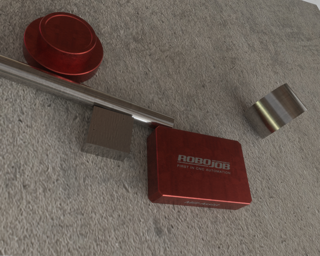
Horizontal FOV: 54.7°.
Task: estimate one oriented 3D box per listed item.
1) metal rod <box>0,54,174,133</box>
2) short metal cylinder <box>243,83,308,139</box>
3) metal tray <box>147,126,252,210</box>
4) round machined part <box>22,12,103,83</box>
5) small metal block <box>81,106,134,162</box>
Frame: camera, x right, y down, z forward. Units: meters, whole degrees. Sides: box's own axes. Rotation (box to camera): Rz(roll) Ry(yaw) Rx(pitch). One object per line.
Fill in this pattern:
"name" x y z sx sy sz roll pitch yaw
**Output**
"metal rod" -0.123 -0.050 0.368 0.302 0.025 0.025 19 54 -17
"short metal cylinder" 0.179 -0.025 0.483 0.081 0.080 0.050 -25 76 -37
"metal tray" 0.050 0.053 0.397 0.131 0.030 0.090 11 57 -23
"round machined part" -0.120 -0.108 0.395 0.099 0.042 0.098 14 56 -21
"small metal block" -0.061 0.007 0.367 0.050 0.025 0.050 17 55 -19
